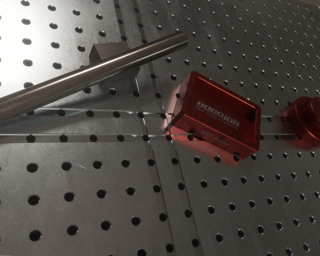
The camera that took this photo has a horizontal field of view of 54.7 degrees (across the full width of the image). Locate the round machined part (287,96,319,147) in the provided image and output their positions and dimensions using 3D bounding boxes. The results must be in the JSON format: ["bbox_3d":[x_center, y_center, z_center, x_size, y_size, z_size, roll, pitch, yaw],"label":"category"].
[{"bbox_3d":[0.287,-0.018,0.566,0.099,0.042,0.098,14,56,-21],"label":"round machined part"}]

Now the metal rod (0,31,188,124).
[{"bbox_3d":[-0.082,-0.065,0.377,0.302,0.025,0.025,-29,78,-29],"label":"metal rod"}]

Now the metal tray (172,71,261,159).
[{"bbox_3d":[0.089,-0.020,0.467,0.131,0.030,0.090,26,52,-13],"label":"metal tray"}]

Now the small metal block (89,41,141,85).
[{"bbox_3d":[-0.063,-0.091,0.431,0.050,0.025,0.050,-16,70,-35],"label":"small metal block"}]
